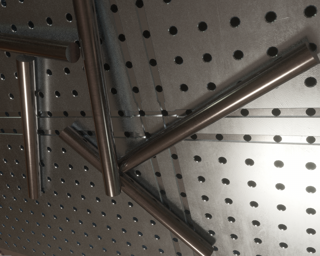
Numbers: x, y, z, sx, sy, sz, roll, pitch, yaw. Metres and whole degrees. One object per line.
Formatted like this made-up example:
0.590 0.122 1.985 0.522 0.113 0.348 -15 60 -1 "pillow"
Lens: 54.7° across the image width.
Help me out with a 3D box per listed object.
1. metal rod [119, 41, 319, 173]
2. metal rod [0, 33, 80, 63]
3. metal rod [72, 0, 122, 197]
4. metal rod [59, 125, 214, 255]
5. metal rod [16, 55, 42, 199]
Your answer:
0.044 -0.007 0.382 0.299 0.025 0.025 -33 101 38 "metal rod"
-0.237 -0.124 0.440 0.301 0.025 0.025 14 124 25 "metal rod"
-0.081 -0.038 0.411 0.025 0.025 0.298 7 117 24 "metal rod"
-0.037 0.102 0.492 0.300 0.025 0.025 40 129 0 "metal rod"
-0.223 0.016 0.535 0.025 0.025 0.298 23 127 13 "metal rod"
